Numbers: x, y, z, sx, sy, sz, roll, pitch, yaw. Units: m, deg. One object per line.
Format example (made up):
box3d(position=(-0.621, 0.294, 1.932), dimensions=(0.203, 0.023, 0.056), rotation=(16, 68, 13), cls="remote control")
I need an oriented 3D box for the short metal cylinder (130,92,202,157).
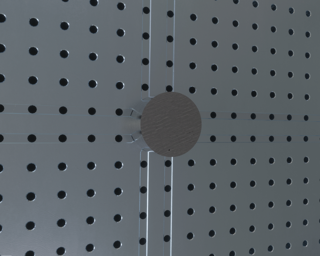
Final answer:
box3d(position=(0.006, -0.005, 0.401), dimensions=(0.081, 0.050, 0.080), rotation=(0, 90, -20), cls="short metal cylinder")
